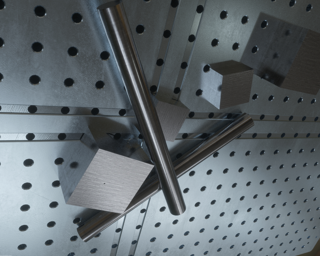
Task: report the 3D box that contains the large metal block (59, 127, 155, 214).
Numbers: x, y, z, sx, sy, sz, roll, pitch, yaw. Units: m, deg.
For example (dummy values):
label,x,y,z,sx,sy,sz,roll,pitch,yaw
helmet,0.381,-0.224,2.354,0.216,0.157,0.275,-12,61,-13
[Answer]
label,x,y,z,sx,sy,sz,roll,pitch,yaw
large metal block,-0.068,0.056,0.392,0.080,0.050,0.080,23,106,-37

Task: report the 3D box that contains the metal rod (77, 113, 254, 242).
label,x,y,z,sx,sy,sz,roll,pitch,yaw
metal rod,0.012,0.070,0.460,0.301,0.025,0.025,-34,129,-6

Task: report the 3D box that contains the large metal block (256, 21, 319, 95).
label,x,y,z,sx,sy,sz,roll,pitch,yaw
large metal block,0.199,-0.098,0.443,0.081,0.050,0.079,5,116,-31

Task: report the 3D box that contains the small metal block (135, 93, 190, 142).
label,x,y,z,sx,sy,sz,roll,pitch,yaw
small metal block,0.003,-0.013,0.405,0.050,0.025,0.050,13,111,-34

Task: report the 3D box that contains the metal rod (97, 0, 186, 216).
label,x,y,z,sx,sy,sz,roll,pitch,yaw
metal rod,-0.010,0.002,0.374,0.025,0.025,0.299,-26,125,-12

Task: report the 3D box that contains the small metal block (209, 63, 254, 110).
label,x,y,z,sx,sy,sz,roll,pitch,yaw
small metal block,0.099,-0.058,0.429,0.050,0.025,0.050,-14,125,-20
